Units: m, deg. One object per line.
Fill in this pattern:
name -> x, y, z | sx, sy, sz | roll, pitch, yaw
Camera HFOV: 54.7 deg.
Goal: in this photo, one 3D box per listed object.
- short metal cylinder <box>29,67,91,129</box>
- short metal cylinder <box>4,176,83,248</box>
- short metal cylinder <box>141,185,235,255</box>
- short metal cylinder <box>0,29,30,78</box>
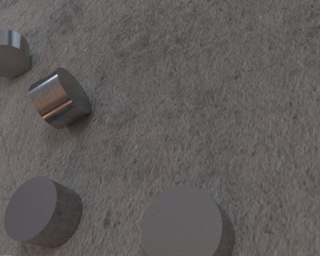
short metal cylinder -> -0.150, -0.045, 0.473 | 0.050, 0.080, 0.080 | -30, 52, 9
short metal cylinder -> -0.148, 0.108, 0.397 | 0.080, 0.050, 0.080 | -13, 56, 20
short metal cylinder -> 0.029, 0.103, 0.308 | 0.080, 0.050, 0.080 | -13, 56, 20
short metal cylinder -> -0.302, -0.146, 0.613 | 0.080, 0.080, 0.050 | -27, 53, 11
